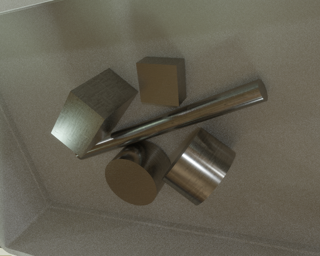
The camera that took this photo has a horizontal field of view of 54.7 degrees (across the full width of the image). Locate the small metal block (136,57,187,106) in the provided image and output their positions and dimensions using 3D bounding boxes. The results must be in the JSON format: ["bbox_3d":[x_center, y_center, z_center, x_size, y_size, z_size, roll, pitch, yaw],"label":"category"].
[{"bbox_3d":[0.003,-0.056,0.369,0.050,0.025,0.050,8,122,23],"label":"small metal block"}]

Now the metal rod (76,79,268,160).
[{"bbox_3d":[-0.009,-0.001,0.410,0.300,0.025,0.025,-19,109,35],"label":"metal rod"}]

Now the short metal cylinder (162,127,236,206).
[{"bbox_3d":[0.046,0.046,0.375,0.050,0.080,0.079,37,129,3],"label":"short metal cylinder"}]

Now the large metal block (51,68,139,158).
[{"bbox_3d":[-0.084,-0.021,0.402,0.050,0.080,0.080,40,129,1],"label":"large metal block"}]

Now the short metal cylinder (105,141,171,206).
[{"bbox_3d":[-0.031,0.064,0.444,0.080,0.050,0.079,13,124,20],"label":"short metal cylinder"}]
